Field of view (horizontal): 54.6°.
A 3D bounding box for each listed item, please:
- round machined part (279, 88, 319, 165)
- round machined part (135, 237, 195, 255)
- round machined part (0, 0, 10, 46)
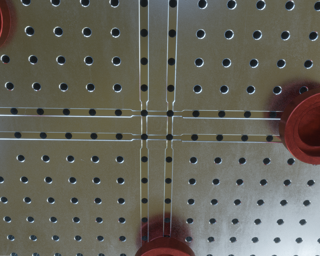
[{"bbox_3d":[0.204,-0.005,0.404,0.099,0.042,0.097,0,110,0],"label":"round machined part"},{"bbox_3d":[0.008,0.210,0.482,0.099,0.042,0.097,0,110,0],"label":"round machined part"},{"bbox_3d":[-0.231,-0.129,0.355,0.099,0.042,0.097,0,110,0],"label":"round machined part"}]
